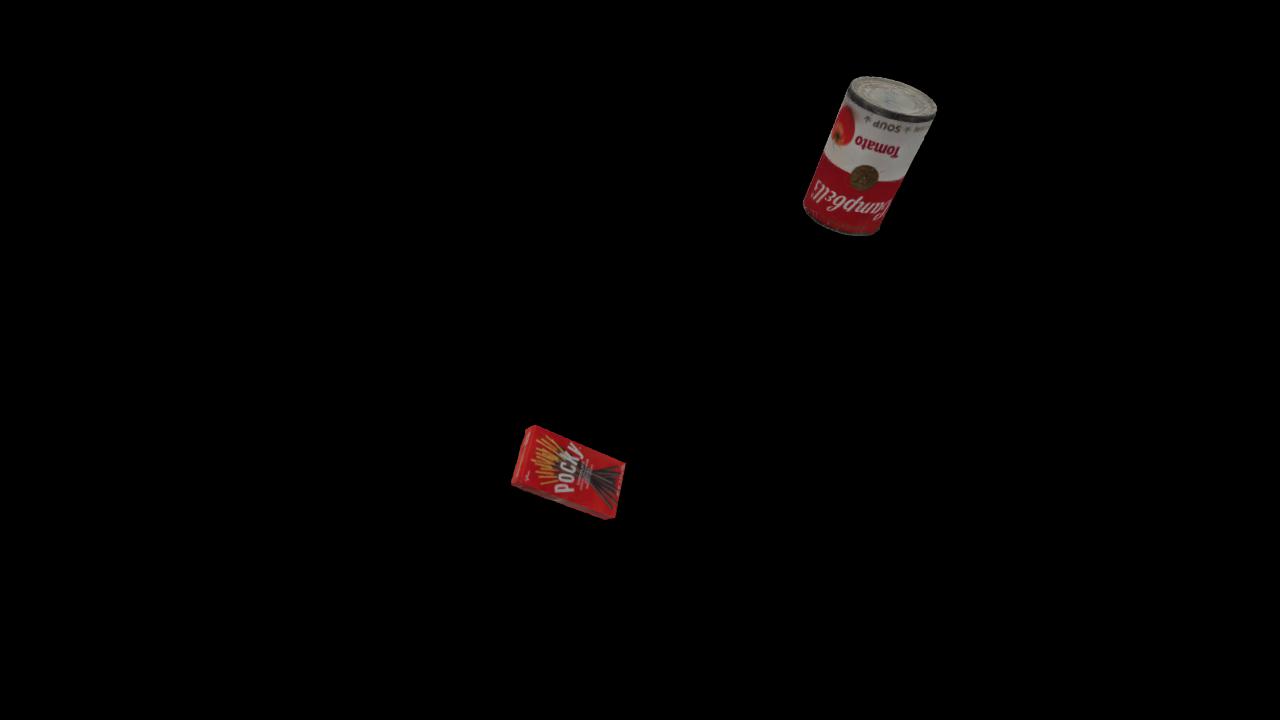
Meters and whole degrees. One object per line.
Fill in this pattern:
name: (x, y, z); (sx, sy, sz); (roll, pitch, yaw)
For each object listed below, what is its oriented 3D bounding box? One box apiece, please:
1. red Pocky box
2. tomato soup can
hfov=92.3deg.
red Pocky box: (-0.092, 0.154, 0.830); (0.155, 0.083, 0.028); (28, -32, -28)
tomato soup can: (0.177, -0.158, 0.482); (0.068, 0.068, 0.101); (0, -44, -13)
